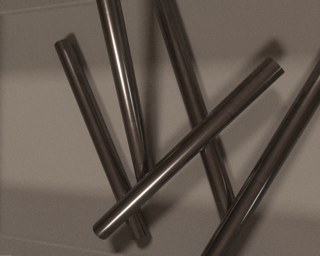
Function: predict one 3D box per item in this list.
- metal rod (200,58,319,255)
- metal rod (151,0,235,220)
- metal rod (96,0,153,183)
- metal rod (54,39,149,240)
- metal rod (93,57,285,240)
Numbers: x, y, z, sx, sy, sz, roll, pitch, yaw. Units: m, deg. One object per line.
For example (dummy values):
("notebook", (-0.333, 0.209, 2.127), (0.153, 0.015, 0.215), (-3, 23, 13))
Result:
("metal rod", (0.123, 0.042, 0.350), (0.025, 0.025, 0.299), (31, 93, 17))
("metal rod", (0.043, -0.033, 0.394), (0.025, 0.025, 0.299), (-19, 84, 19))
("metal rod", (-0.041, -0.059, 0.359), (0.025, 0.025, 0.298), (-1, 115, 20))
("metal rod", (-0.085, 0.011, 0.439), (0.025, 0.025, 0.299), (-26, 82, 18))
("metal rod", (0.024, 0.034, 0.373), (0.299, 0.025, 0.025), (-45, 76, 14))
